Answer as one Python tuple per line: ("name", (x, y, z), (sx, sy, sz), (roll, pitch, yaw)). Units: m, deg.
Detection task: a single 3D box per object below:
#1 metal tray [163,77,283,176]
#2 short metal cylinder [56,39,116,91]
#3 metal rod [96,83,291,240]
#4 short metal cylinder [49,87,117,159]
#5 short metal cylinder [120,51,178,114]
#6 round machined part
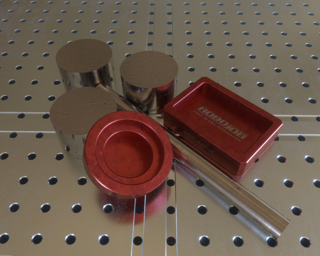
("metal tray", (0.080, -0.008, 0.410), (0.130, 0.030, 0.090), (36, 59, 26))
("short metal cylinder", (-0.109, -0.090, 0.466), (0.080, 0.050, 0.080), (0, 50, 0))
("metal rod", (0.020, 0.025, 0.387), (0.300, 0.025, 0.025), (37, 59, 27))
("short metal cylinder", (-0.093, -0.007, 0.396), (0.080, 0.050, 0.080), (0, 50, 0))
("short metal cylinder", (-0.015, -0.066, 0.446), (0.080, 0.050, 0.080), (0, 50, 0))
("round machined part", (-0.038, 0.032, 0.355), (0.099, 0.042, 0.098), (8, 64, -16))
